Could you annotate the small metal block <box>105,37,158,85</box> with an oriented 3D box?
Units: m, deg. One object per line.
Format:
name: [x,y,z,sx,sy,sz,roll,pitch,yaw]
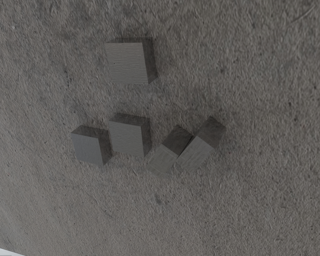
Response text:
small metal block: [-0.034,-0.081,0.375,0.050,0.025,0.050,6,121,25]

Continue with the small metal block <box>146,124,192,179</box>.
small metal block: [0.012,0.030,0.403,0.025,0.050,0.050,35,129,5]

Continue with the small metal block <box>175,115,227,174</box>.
small metal block: [0.050,0.020,0.377,0.025,0.050,0.050,38,129,3]

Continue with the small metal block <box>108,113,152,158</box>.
small metal block: [-0.041,0.010,0.434,0.050,0.025,0.050,10,123,23]

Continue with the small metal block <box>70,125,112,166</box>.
small metal block: [-0.105,0.027,0.479,0.050,0.025,0.050,10,123,23]
